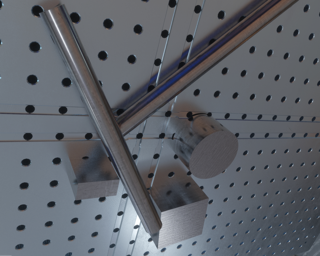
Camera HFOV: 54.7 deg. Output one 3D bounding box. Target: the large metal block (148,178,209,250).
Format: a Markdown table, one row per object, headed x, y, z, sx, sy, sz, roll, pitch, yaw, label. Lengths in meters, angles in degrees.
| x | y | z | sx | sy | sz | roll | pitch | yaw | label |
| --- | --- | --- | --- | --- | --- | --- | --- | --- | --- |
| 0.025 | 0.136 | 0.495 | 0.081 | 0.050 | 0.079 | -10 | 123 | -24 | large metal block |

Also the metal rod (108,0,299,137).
| x | y | z | sx | sy | sz | roll | pitch | yaw | label |
| --- | --- | --- | --- | --- | --- | --- | --- | --- | --- |
| 0.053 | -0.081 | 0.391 | 0.301 | 0.025 | 0.025 | -38 | 130 | -3 | metal rod |

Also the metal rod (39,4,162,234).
| x | y | z | sx | sy | sz | roll | pitch | yaw | label |
| --- | --- | --- | --- | --- | --- | --- | --- | --- | --- |
| -0.055 | 0.012 | 0.358 | 0.025 | 0.025 | 0.298 | -27 | 118 | -12 | metal rod |

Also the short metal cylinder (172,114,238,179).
| x | y | z | sx | sy | sz | roll | pitch | yaw | label |
| --- | --- | --- | --- | --- | --- | --- | --- | --- | --- |
| 0.065 | 0.027 | 0.449 | 0.081 | 0.050 | 0.079 | -14 | 124 | -21 | short metal cylinder |

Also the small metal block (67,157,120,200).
| x | y | z | sx | sy | sz | roll | pitch | yaw | label |
| --- | --- | --- | --- | --- | --- | --- | --- | --- | --- |
| -0.084 | 0.062 | 0.388 | 0.050 | 0.050 | 0.025 | 0 | 119 | -29 | small metal block |
